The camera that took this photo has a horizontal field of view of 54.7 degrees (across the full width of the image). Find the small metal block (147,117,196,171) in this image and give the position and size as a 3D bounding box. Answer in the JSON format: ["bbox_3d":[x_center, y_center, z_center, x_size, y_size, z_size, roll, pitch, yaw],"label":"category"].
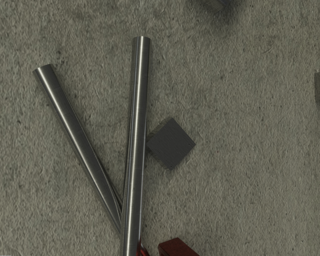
[{"bbox_3d":[0.011,0.021,0.414,0.050,0.025,0.050,-45,105,-15],"label":"small metal block"}]

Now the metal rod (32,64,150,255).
[{"bbox_3d":[-0.074,0.064,0.382,0.025,0.025,0.299,-28,100,-18],"label":"metal rod"}]

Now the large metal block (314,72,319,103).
[{"bbox_3d":[0.312,-0.070,0.498,0.081,0.080,0.050,-4,92,-20],"label":"large metal block"}]

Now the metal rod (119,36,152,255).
[{"bbox_3d":[-0.030,0.034,0.381,0.025,0.025,0.298,6,82,-20],"label":"metal rod"}]

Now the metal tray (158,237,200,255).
[{"bbox_3d":[0.038,0.217,0.389,0.030,0.090,0.129,-12,95,-20],"label":"metal tray"}]

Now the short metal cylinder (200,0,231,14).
[{"bbox_3d":[0.082,-0.201,0.411,0.050,0.080,0.080,40,77,-16],"label":"short metal cylinder"}]
